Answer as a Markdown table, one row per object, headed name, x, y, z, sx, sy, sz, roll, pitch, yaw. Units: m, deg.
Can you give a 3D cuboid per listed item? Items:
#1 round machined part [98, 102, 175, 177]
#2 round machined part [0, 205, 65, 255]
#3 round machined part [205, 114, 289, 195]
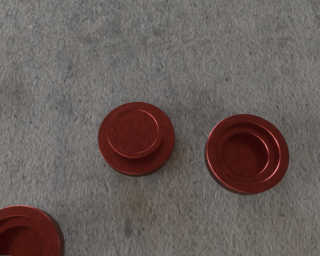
| name | x | y | z | sx | sy | sz | roll | pitch | yaw |
| --- | --- | --- | --- | --- | --- | --- | --- | --- | --- |
| round machined part | -0.030 | 0.010 | 0.395 | 0.099 | 0.042 | 0.098 | 0 | 70 | -1 |
| round machined part | -0.156 | 0.138 | 0.347 | 0.099 | 0.042 | 0.098 | 0 | 70 | -1 |
| round machined part | 0.105 | 0.035 | 0.388 | 0.099 | 0.042 | 0.098 | 0 | 70 | -1 |
